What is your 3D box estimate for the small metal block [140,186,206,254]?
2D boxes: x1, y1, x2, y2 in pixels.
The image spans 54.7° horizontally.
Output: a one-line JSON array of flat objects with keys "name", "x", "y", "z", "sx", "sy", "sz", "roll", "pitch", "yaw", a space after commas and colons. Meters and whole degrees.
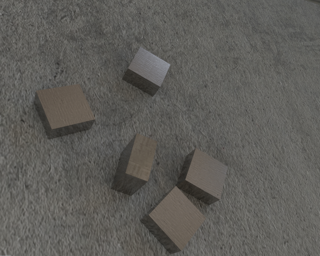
[{"name": "small metal block", "x": 0.015, "y": 0.103, "z": 0.349, "sx": 0.050, "sy": 0.025, "sz": 0.050, "roll": 47, "pitch": 51, "yaw": 4}]

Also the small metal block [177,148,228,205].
[{"name": "small metal block", "x": 0.054, "y": 0.062, "z": 0.395, "sx": 0.050, "sy": 0.025, "sz": 0.050, "roll": 31, "pitch": 52, "yaw": -9}]

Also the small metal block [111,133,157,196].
[{"name": "small metal block", "x": -0.029, "y": 0.042, "z": 0.346, "sx": 0.025, "sy": 0.050, "sz": 0.050, "roll": 23, "pitch": 53, "yaw": -14}]

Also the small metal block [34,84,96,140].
[{"name": "small metal block", "x": -0.110, "y": -0.020, "z": 0.356, "sx": 0.050, "sy": 0.025, "sz": 0.050, "roll": -16, "pitch": 70, "yaw": -34}]

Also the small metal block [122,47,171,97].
[{"name": "small metal block", "x": -0.019, "y": -0.081, "z": 0.442, "sx": 0.050, "sy": 0.025, "sz": 0.050, "roll": 29, "pitch": 52, "yaw": -10}]
